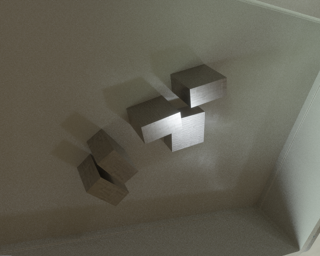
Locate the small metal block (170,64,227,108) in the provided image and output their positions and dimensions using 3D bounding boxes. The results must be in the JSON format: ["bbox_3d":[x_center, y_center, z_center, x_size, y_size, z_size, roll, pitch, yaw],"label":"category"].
[{"bbox_3d":[0.048,-0.054,0.387,0.050,0.050,0.025,-20,126,-17],"label":"small metal block"}]

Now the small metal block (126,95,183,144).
[{"bbox_3d":[-0.007,-0.012,0.383,0.050,0.050,0.025,-22,127,-16],"label":"small metal block"}]

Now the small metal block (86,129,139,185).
[{"bbox_3d":[-0.059,0.035,0.383,0.025,0.050,0.050,-41,130,0],"label":"small metal block"}]

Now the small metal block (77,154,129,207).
[{"bbox_3d":[-0.073,0.066,0.395,0.025,0.050,0.050,-47,130,4],"label":"small metal block"}]

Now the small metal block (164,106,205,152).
[{"bbox_3d":[0.033,0.000,0.428,0.050,0.025,0.050,-16,125,-20],"label":"small metal block"}]
